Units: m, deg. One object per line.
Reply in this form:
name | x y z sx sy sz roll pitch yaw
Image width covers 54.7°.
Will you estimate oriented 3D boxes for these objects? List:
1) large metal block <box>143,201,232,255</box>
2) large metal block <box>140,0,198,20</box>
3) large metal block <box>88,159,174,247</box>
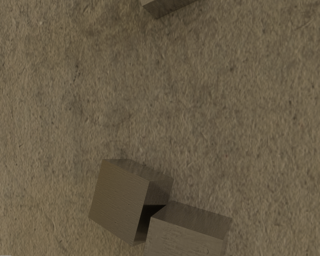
large metal block | 0.036 0.130 0.367 0.080 0.080 0.050 13 94 19
large metal block | 0.011 -0.198 0.391 0.080 0.050 0.080 -19 84 18
large metal block | -0.038 0.090 0.397 0.080 0.050 0.079 18 96 36
